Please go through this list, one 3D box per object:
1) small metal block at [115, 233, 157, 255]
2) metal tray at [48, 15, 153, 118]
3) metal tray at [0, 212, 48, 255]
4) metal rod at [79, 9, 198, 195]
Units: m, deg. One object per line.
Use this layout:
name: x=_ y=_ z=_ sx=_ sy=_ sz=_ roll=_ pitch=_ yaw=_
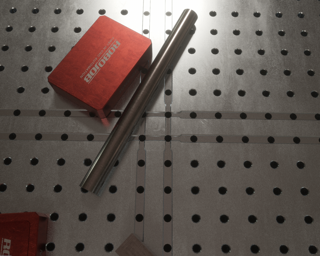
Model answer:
small metal block: x=-0.020 y=0.145 z=0.345 sx=0.050 sy=0.050 sz=0.025 roll=41 pitch=75 yaw=13
metal tray: x=-0.081 y=-0.089 z=0.441 sx=0.090 sy=0.030 sz=0.130 roll=30 pitch=72 yaw=10
metal tray: x=-0.180 y=0.164 z=0.346 sx=0.091 sy=0.030 sz=0.130 roll=-3 pitch=70 yaw=-2
metal rod: x=-0.021 y=-0.048 z=0.429 sx=0.025 sy=0.025 sz=0.300 roll=26 pitch=72 yaw=8
